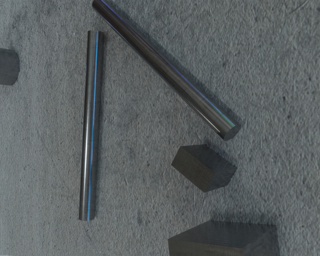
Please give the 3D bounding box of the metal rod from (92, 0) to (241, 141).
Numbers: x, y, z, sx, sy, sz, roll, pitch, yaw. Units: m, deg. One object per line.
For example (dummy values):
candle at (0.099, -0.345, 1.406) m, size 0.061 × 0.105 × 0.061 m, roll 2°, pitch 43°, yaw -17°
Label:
metal rod at (-0.008, -0.094, 0.411) m, size 0.300 × 0.025 × 0.025 m, roll 49°, pitch 119°, yaw 29°

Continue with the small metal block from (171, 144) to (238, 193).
small metal block at (0.050, 0.043, 0.348) m, size 0.050 × 0.050 × 0.025 m, roll 38°, pitch 113°, yaw 33°

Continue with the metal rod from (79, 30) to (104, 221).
metal rod at (-0.110, -0.002, 0.495) m, size 0.025 × 0.025 × 0.298 m, roll 6°, pitch 94°, yaw 40°

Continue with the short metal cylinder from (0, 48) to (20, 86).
short metal cylinder at (-0.352, -0.135, 0.679) m, size 0.080 × 0.050 × 0.080 m, roll 0°, pitch 90°, yaw 40°

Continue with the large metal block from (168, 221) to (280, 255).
large metal block at (0.067, 0.131, 0.314) m, size 0.080 × 0.081 × 0.050 m, roll -9°, pitch 84°, yaw 39°
